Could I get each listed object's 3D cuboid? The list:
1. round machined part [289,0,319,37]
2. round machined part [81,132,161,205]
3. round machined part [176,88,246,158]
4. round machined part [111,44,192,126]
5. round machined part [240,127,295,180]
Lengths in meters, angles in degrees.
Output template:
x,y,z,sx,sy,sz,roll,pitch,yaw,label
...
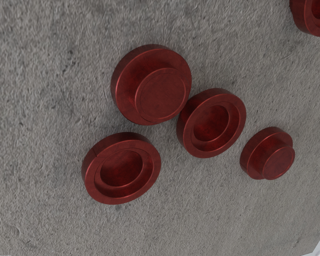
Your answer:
x,y,z,sx,sy,sz,roll,pitch,yaw,label
0.210,-0.173,0.403,0.099,0.042,0.097,-14,124,-21,round machined part
-0.052,0.047,0.396,0.099,0.042,0.097,-14,124,-21,round machined part
0.065,-0.010,0.425,0.099,0.042,0.097,-14,124,-21,round machined part
-0.005,-0.045,0.365,0.099,0.042,0.097,-14,124,-21,round machined part
0.190,0.050,0.530,0.099,0.042,0.097,-14,124,-21,round machined part
